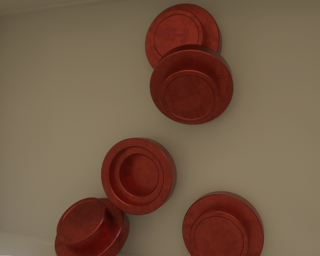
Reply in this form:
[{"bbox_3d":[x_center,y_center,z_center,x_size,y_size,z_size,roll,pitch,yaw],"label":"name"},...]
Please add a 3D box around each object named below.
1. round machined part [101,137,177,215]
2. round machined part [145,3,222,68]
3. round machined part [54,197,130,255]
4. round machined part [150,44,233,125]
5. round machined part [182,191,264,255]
[{"bbox_3d":[-0.024,0.061,0.410,0.098,0.042,0.097,0,90,20],"label":"round machined part"},{"bbox_3d":[0.026,-0.109,0.392,0.098,0.042,0.097,0,90,20],"label":"round machined part"},{"bbox_3d":[-0.093,0.130,0.403,0.098,0.098,0.042,-10,126,19],"label":"round machined part"},{"bbox_3d":[0.036,-0.044,0.364,0.098,0.042,0.097,5,124,7],"label":"round machined part"},{"bbox_3d":[0.074,0.129,0.375,0.098,0.042,0.097,0,90,20],"label":"round machined part"}]
